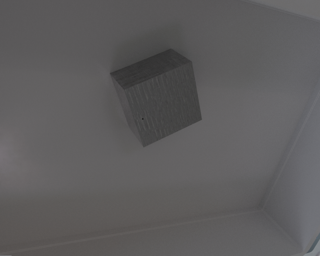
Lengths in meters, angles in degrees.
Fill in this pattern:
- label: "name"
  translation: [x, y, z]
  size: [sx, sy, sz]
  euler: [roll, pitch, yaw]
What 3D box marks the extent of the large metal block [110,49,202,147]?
- label: "large metal block"
  translation: [-0.003, -0.036, 0.368]
  size: [0.080, 0.050, 0.080]
  euler: [-25, 128, -13]
